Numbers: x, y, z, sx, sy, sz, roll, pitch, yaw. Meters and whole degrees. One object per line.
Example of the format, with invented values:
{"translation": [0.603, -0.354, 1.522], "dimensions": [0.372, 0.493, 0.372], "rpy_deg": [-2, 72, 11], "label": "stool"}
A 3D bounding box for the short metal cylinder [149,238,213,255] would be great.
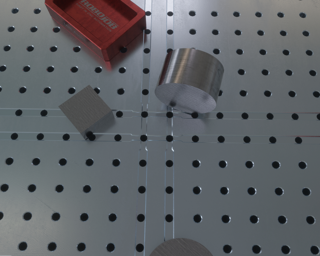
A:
{"translation": [0.022, 0.163, 0.339], "dimensions": [0.081, 0.050, 0.080], "rpy_deg": [0, 70, 0], "label": "short metal cylinder"}

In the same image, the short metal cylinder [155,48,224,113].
{"translation": [0.039, -0.059, 0.404], "dimensions": [0.080, 0.080, 0.050], "rpy_deg": [14, 71, 5], "label": "short metal cylinder"}

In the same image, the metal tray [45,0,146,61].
{"translation": [-0.096, -0.174, 0.471], "dimensions": [0.130, 0.030, 0.090], "rpy_deg": [41, 75, 13], "label": "metal tray"}

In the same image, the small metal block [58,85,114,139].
{"translation": [-0.099, -0.022, 0.419], "dimensions": [0.050, 0.025, 0.050], "rpy_deg": [-39, 75, -13], "label": "small metal block"}
